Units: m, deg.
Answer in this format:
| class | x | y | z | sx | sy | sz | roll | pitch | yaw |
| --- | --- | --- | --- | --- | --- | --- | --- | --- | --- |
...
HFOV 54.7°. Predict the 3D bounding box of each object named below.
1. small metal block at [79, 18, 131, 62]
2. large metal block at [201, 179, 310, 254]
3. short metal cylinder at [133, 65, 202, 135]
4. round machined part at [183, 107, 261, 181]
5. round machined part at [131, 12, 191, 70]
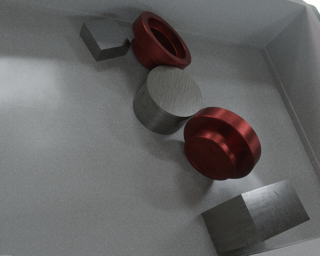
| class | x | y | z | sx | sy | sz | roll | pitch | yaw |
| --- | --- | --- | --- | --- | --- | --- | --- | --- | --- |
| small metal block | -0.078 | -0.127 | 0.442 | 0.050 | 0.025 | 0.050 | -23 | 75 | -37 |
| large metal block | 0.111 | 0.105 | 0.368 | 0.081 | 0.080 | 0.050 | -8 | 66 | -32 |
| short metal cylinder | 0.010 | -0.037 | 0.419 | 0.081 | 0.050 | 0.080 | 14 | 56 | -21 |
| round machined part | 0.069 | 0.026 | 0.382 | 0.098 | 0.098 | 0.042 | 45 | 55 | 3 |
| round machined part | -0.003 | -0.118 | 0.453 | 0.098 | 0.042 | 0.098 | 34 | 35 | -28 |
